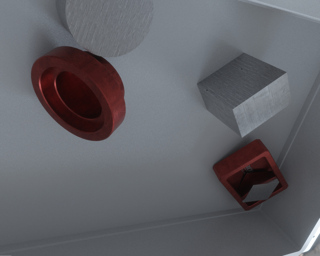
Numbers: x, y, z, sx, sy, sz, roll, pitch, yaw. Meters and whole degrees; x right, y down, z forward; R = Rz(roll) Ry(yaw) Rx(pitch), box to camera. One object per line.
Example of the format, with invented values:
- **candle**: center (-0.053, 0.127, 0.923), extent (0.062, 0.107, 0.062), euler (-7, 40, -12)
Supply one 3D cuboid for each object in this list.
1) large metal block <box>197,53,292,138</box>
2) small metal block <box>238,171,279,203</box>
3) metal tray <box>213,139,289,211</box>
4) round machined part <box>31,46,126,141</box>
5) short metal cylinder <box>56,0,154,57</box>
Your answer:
- **large metal block**: center (0.109, -0.046, 0.407), extent (0.080, 0.080, 0.050), euler (-34, 129, -6)
- **small metal block**: center (0.169, 0.102, 0.536), extent (0.050, 0.025, 0.050), euler (-3, 134, -17)
- **metal tray**: center (0.159, 0.085, 0.536), extent (0.090, 0.030, 0.130), euler (-34, 130, 10)
- **round machined part**: center (-0.075, -0.037, 0.311), extent (0.042, 0.098, 0.097), euler (-52, 141, -40)
- **short metal cylinder**: center (-0.053, -0.114, 0.294), extent (0.081, 0.050, 0.079), euler (-14, 125, -21)
